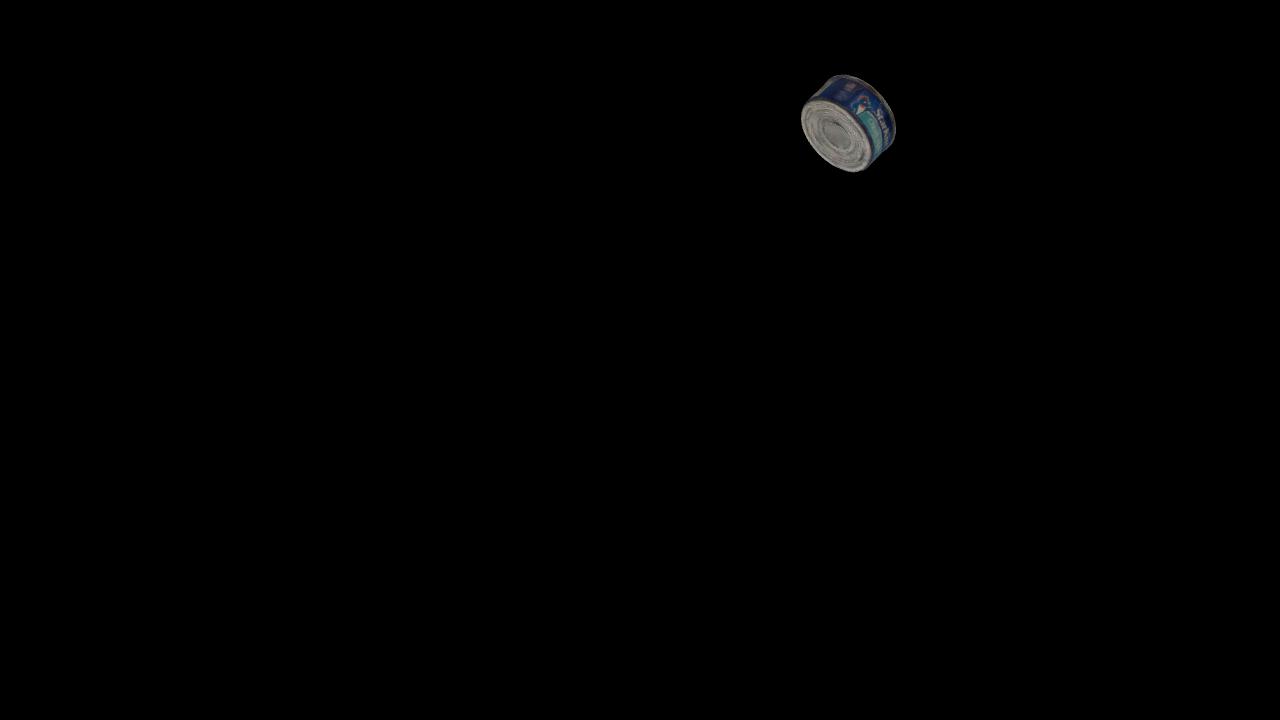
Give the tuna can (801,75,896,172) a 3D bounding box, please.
[{"bbox_3d":[0.190,-0.216,0.566,0.084,0.034,0.084,44,-6,6],"label":"tuna can"}]
